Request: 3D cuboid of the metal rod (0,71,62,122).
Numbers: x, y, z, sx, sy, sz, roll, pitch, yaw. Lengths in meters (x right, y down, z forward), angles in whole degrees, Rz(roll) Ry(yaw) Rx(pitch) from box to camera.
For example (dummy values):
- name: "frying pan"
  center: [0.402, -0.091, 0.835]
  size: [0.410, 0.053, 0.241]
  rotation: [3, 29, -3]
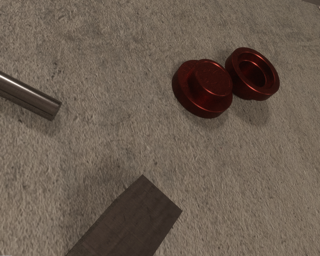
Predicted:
- name: "metal rod"
  center: [-0.248, -0.088, 0.323]
  size: [0.301, 0.025, 0.025]
  rotation: [28, 52, -11]

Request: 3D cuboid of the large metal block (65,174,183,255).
- name: "large metal block"
  center: [-0.036, 0.100, 0.289]
  size: [0.050, 0.080, 0.080]
  rotation: [43, 51, 1]

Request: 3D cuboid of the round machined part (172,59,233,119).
- name: "round machined part"
  center: [0.071, -0.067, 0.474]
  size: [0.099, 0.042, 0.098]
  rotation: [14, 56, -21]

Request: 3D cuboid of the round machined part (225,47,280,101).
- name: "round machined part"
  center: [0.152, -0.087, 0.530]
  size: [0.099, 0.042, 0.098]
  rotation: [14, 56, -21]
